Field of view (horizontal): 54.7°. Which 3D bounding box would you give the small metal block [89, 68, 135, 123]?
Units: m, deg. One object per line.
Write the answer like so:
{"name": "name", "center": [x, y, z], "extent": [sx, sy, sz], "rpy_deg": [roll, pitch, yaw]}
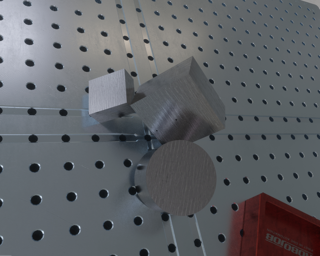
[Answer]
{"name": "small metal block", "center": [-0.059, -0.039, 0.382], "extent": [0.025, 0.050, 0.050], "rpy_deg": [49, 30, -57]}

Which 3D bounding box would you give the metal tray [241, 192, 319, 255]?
{"name": "metal tray", "center": [0.171, 0.152, 0.404], "extent": [0.131, 0.030, 0.090], "rpy_deg": [27, 52, -12]}

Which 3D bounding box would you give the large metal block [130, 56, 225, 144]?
{"name": "large metal block", "center": [0.025, -0.027, 0.379], "extent": [0.080, 0.080, 0.050], "rpy_deg": [52, 28, -24]}

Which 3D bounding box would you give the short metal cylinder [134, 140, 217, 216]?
{"name": "short metal cylinder", "center": [0.016, 0.057, 0.351], "extent": [0.081, 0.050, 0.080], "rpy_deg": [4, 77, -18]}
